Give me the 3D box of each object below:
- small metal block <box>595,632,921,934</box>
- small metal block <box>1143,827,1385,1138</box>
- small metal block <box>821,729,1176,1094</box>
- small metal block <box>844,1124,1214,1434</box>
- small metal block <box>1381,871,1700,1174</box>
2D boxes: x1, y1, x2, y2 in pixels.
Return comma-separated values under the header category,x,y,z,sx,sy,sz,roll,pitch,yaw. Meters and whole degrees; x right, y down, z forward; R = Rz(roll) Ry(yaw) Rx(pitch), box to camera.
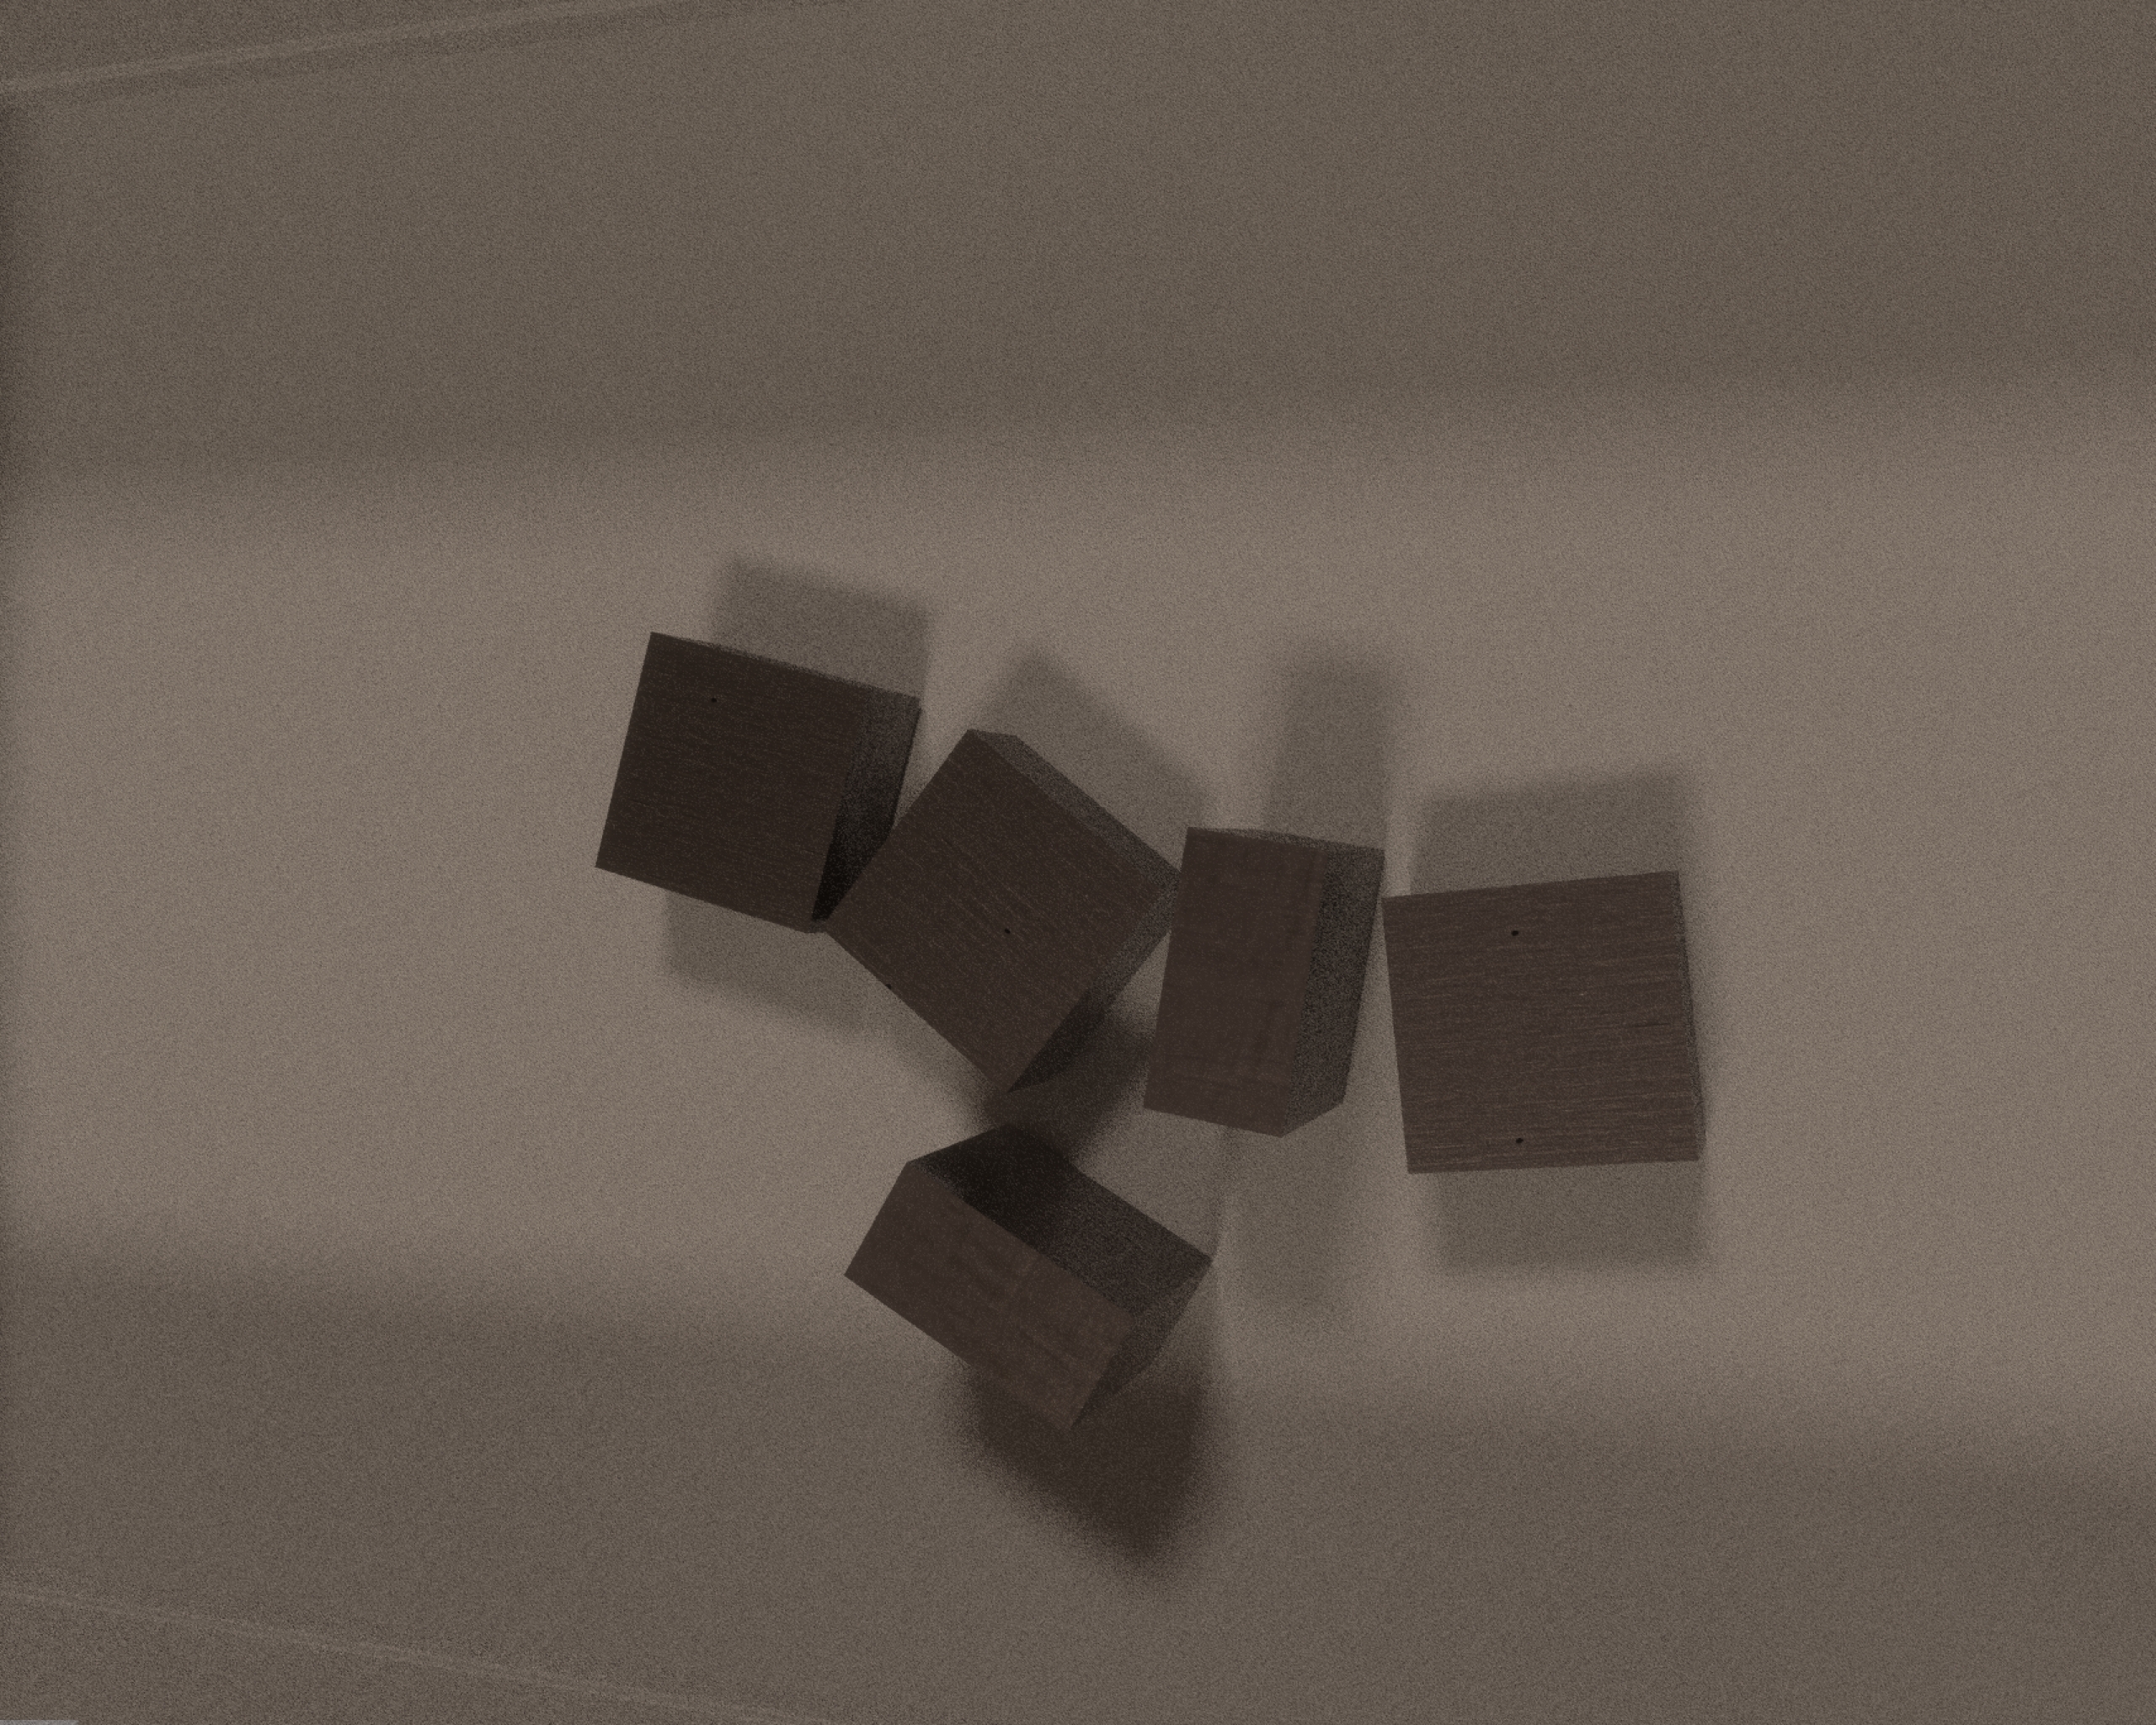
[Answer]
category,x,y,z,sx,sy,sz,roll,pitch,yaw
small metal block,-0.066,-0.016,0.430,0.050,0.025,0.050,16,95,19
small metal block,0.035,0.020,0.382,0.025,0.050,0.050,10,93,19
small metal block,-0.013,0.009,0.411,0.050,0.025,0.050,40,102,15
small metal block,-0.008,0.077,0.397,0.050,0.050,0.025,32,101,16
small metal block,0.085,0.029,0.378,0.050,0.025,0.050,-6,88,19
